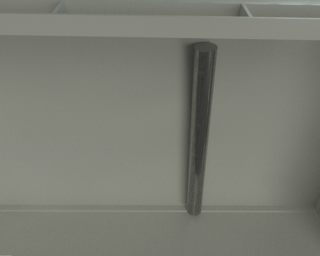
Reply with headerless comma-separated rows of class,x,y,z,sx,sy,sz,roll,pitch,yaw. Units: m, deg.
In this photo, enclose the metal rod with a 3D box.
metal rod,0.054,0.026,0.431,0.025,0.025,0.298,-2,130,1
